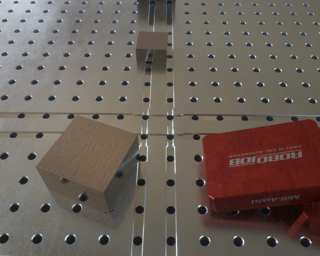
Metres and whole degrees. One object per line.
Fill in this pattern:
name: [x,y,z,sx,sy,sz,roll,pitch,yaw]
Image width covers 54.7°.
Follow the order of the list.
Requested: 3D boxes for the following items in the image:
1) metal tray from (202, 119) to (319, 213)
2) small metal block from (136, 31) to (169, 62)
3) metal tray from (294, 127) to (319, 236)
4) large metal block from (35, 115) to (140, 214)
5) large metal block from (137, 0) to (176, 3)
metal tray: [0.117,0.041,0.346,0.131,0.030,0.090,-9,44,10]
small metal block: [-0.012,-0.138,0.523,0.050,0.025,0.050,3,50,2]
metal tray: [0.208,0.063,0.352,0.090,0.030,0.130,16,52,12]
large metal block: [-0.078,0.040,0.357,0.080,0.050,0.080,17,52,14]
large metal block: [-0.009,-0.308,0.650,0.081,0.050,0.080,-1,50,-1]
